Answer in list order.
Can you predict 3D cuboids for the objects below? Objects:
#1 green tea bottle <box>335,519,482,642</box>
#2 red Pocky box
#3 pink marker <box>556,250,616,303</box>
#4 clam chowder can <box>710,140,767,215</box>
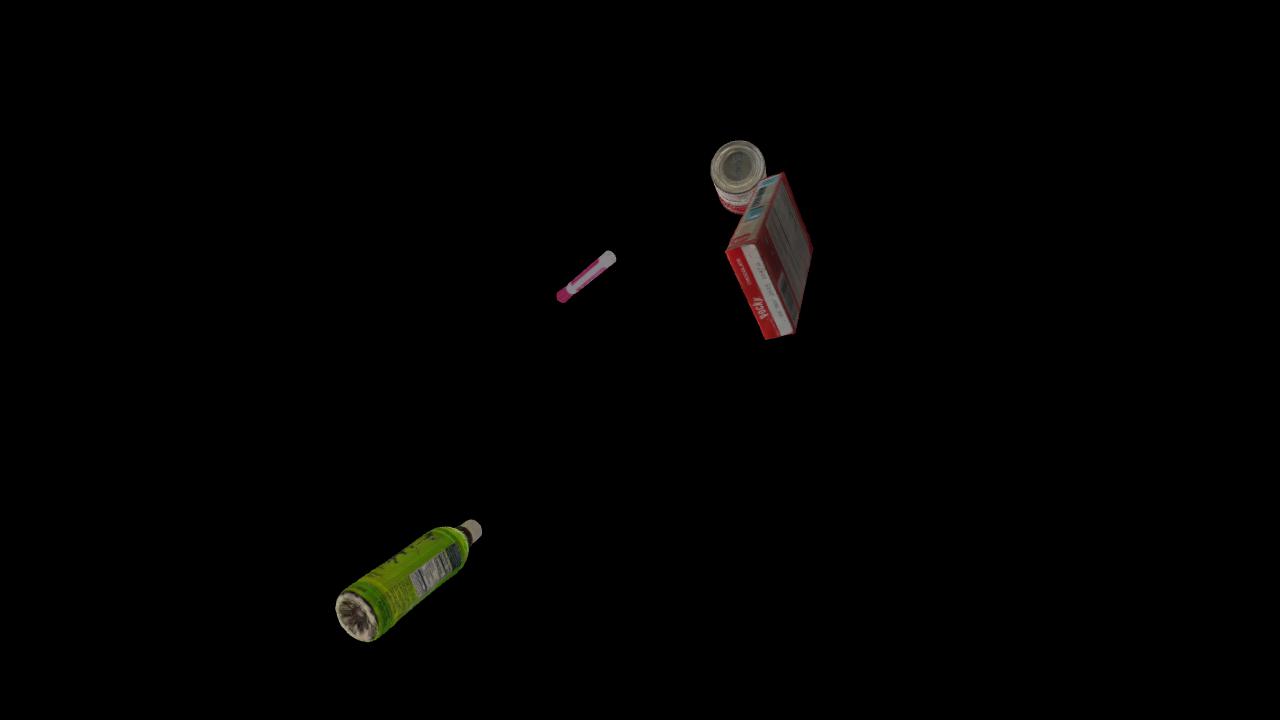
[{"bbox_3d":[-0.280,0.268,0.789,0.073,0.073,0.212,0,12,26],"label":"green tea bottle"},{"bbox_3d":[0.112,-0.091,0.509,0.028,0.083,0.155,-16,27,30],"label":"red Pocky box"},{"bbox_3d":[-0.077,-0.111,0.843,0.020,0.020,0.121,0,-23,-45],"label":"pink marker"},{"bbox_3d":[0.128,-0.231,0.787,0.068,0.068,0.102,0,0,13],"label":"clam chowder can"}]
